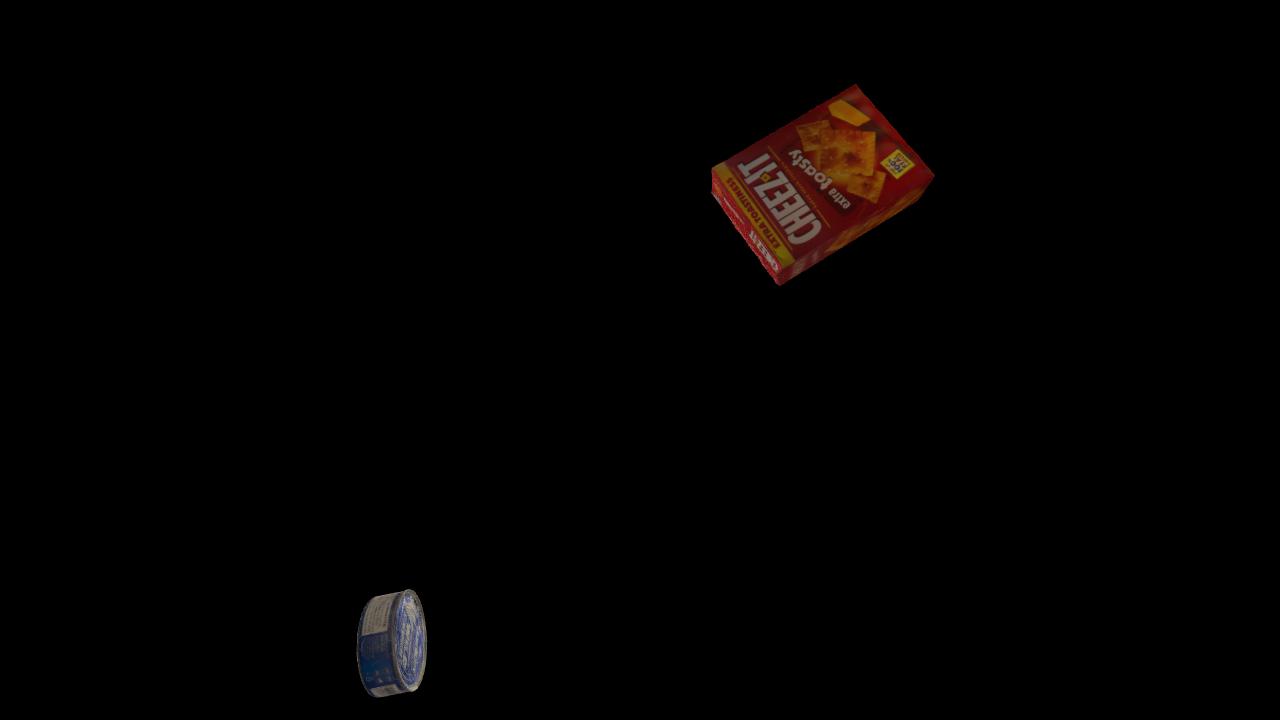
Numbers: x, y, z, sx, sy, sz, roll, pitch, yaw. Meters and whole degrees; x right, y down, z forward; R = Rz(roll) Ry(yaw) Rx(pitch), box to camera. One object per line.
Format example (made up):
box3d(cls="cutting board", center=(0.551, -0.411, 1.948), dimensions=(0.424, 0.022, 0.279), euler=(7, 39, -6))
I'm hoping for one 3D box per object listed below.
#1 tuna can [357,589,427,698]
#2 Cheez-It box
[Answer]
box3d(cls="tuna can", center=(-0.217, 0.249, 0.542), dimensions=(0.034, 0.084, 0.084), euler=(-10, 1, -4))
box3d(cls="Cheez-It box", center=(0.226, -0.225, 0.788), dimensions=(0.223, 0.166, 0.071), euler=(-31, -16, -2))
